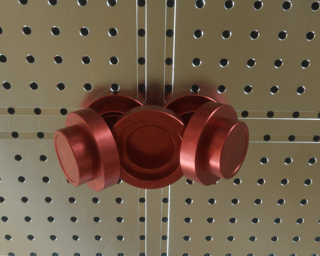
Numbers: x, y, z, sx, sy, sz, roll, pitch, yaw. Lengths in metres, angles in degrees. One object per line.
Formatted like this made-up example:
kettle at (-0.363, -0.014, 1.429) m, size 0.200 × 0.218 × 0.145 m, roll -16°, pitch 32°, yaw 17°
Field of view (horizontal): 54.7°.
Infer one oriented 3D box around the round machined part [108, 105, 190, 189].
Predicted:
round machined part at (-0.011, 0.019, 0.365) m, size 0.099 × 0.042 × 0.097 m, roll 0°, pitch 110°, yaw -1°

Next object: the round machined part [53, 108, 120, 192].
round machined part at (-0.090, 0.029, 0.359) m, size 0.042 × 0.098 × 0.097 m, roll -20°, pitch 115°, yaw -33°

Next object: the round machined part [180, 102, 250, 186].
round machined part at (0.069, 0.021, 0.359) m, size 0.042 × 0.099 × 0.097 m, roll 17°, pitch 116°, yaw 37°

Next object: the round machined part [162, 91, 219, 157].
round machined part at (0.043, 0.004, 0.406) m, size 0.099 × 0.042 × 0.097 m, roll 0°, pitch 110°, yaw -1°

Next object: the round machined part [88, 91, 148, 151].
round machined part at (-0.056, 0.004, 0.405) m, size 0.099 × 0.042 × 0.097 m, roll 0°, pitch 110°, yaw -1°
